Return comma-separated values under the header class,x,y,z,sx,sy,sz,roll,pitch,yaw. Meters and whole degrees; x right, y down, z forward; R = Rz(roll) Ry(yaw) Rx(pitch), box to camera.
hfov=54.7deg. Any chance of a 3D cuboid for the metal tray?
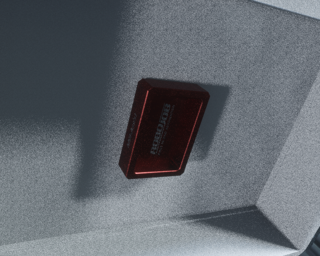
class,x,y,z,sx,sy,sz,roll,pitch,yaw
metal tray,0.004,0.004,0.408,0.091,0.030,0.129,1,118,-30
